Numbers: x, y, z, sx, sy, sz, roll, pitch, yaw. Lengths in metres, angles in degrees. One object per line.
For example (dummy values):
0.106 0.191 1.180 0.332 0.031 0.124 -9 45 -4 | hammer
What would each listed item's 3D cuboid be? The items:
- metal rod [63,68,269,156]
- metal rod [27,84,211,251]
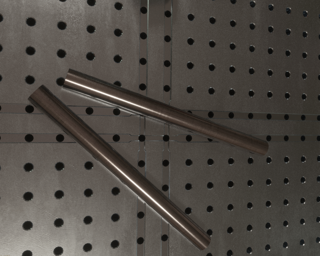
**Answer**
0.022 -0.015 0.421 0.302 0.025 0.025 19 84 -20 | metal rod
-0.041 0.060 0.398 0.300 0.025 0.025 45 76 -15 | metal rod
